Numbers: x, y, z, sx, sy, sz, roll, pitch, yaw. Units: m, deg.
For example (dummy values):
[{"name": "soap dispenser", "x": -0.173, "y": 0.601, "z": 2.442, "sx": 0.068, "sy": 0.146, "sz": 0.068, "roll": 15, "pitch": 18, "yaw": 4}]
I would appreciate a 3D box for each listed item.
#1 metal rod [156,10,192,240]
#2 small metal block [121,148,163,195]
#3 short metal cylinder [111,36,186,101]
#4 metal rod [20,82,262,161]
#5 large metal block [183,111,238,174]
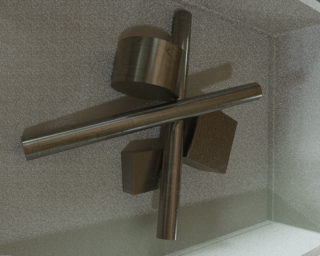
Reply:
[{"name": "metal rod", "x": 0.020, "y": -0.014, "z": 0.401, "sx": 0.025, "sy": 0.025, "sz": 0.299, "roll": 16, "pitch": 72, "yaw": -39}, {"name": "small metal block", "x": -0.020, "y": 0.053, "z": 0.392, "sx": 0.050, "sy": 0.025, "sz": 0.050, "roll": -4, "pitch": 93, "yaw": -40}, {"name": "short metal cylinder", "x": -0.013, "y": -0.066, "z": 0.361, "sx": 0.081, "sy": 0.080, "sz": 0.050, "roll": 15, "pitch": 80, "yaw": -39}, {"name": "metal rod", "x": 0.000, "y": -0.016, "z": 0.364, "sx": 0.303, "sy": 0.025, "sz": 0.025, "roll": -15, "pitch": 100, "yaw": -25}, {"name": "large metal block", "x": 0.059, "y": 0.014, "z": 0.442, "sx": 0.080, "sy": 0.050, "sz": 0.080, "roll": 27, "pitch": 73, "yaw": -37}]
